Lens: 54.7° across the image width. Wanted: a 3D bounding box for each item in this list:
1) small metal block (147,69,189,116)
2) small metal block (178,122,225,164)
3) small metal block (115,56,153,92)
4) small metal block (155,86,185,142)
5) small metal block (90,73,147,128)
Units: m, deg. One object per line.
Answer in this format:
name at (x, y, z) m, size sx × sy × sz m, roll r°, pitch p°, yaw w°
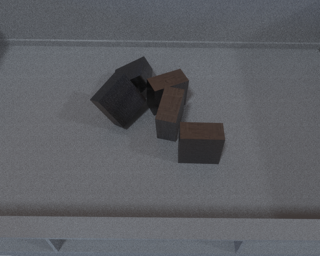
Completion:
small metal block at (0.010, -0.049, 0.429) m, size 0.050 × 0.050 × 0.025 m, roll -20°, pitch 57°, yaw -17°
small metal block at (0.048, 0.019, 0.374) m, size 0.050 × 0.050 × 0.025 m, roll 1°, pitch 50°, yaw 1°
small metal block at (-0.040, -0.071, 0.447) m, size 0.050 × 0.025 × 0.050 m, roll -21°, pitch 38°, yaw 20°
small metal block at (0.014, -0.017, 0.398) m, size 0.025 × 0.050 × 0.050 m, roll 12°, pitch 62°, yaw 9°
small metal block at (-0.054, -0.037, 0.408) m, size 0.025 × 0.050 × 0.050 m, roll 16°, pitch 63°, yaw 52°
